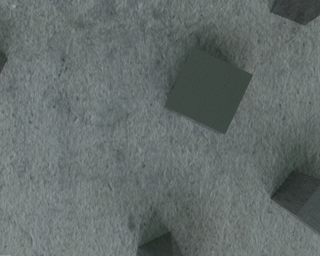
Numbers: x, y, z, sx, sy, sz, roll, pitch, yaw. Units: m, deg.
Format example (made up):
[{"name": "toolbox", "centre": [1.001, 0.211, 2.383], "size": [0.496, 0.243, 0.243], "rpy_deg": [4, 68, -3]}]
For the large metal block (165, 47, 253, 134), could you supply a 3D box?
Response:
[{"name": "large metal block", "centre": [0.059, -0.045, 0.398], "size": [0.080, 0.050, 0.080], "rpy_deg": [25, 90, -1]}]

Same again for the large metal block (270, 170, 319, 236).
[{"name": "large metal block", "centre": [0.199, 0.102, 0.385], "size": [0.080, 0.080, 0.050], "rpy_deg": [38, 90, -1]}]

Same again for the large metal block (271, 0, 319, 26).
[{"name": "large metal block", "centre": [0.190, -0.186, 0.385], "size": [0.050, 0.080, 0.080], "rpy_deg": [21, 90, -1]}]

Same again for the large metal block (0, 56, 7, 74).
[{"name": "large metal block", "centre": [-0.261, -0.074, 0.394], "size": [0.080, 0.050, 0.080], "rpy_deg": [25, 90, -1]}]

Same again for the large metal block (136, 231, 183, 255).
[{"name": "large metal block", "centre": [0.010, 0.188, 0.383], "size": [0.050, 0.080, 0.080], "rpy_deg": [-27, 90, 0]}]
